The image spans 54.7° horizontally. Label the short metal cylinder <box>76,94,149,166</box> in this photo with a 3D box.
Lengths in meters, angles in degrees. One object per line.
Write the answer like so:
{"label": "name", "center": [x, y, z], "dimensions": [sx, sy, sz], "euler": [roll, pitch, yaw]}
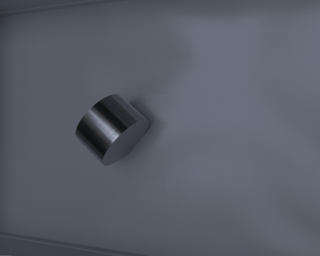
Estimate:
{"label": "short metal cylinder", "center": [-0.061, 0.003, 0.402], "dimensions": [0.050, 0.080, 0.080], "euler": [43, 103, 14]}
